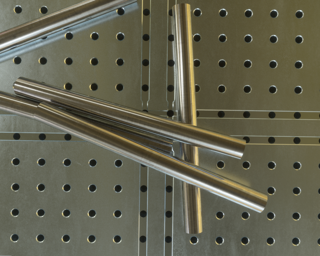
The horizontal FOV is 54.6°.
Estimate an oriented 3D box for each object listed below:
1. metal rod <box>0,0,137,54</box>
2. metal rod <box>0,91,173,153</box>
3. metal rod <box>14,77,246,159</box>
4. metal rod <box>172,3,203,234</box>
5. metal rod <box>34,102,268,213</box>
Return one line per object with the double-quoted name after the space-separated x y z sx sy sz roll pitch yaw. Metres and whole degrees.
-0.176 -0.126 0.412 0.301 0.025 0.025 -21 90 0 "metal rod"
-0.131 -0.013 0.412 0.301 0.025 0.025 16 90 0 "metal rod"
-0.043 -0.015 0.396 0.301 0.025 0.025 16 90 6 "metal rod"
0.037 -0.012 0.413 0.025 0.025 0.298 -3 90 0 "metal rod"
-0.011 0.036 0.387 0.301 0.025 0.025 23 90 0 "metal rod"
